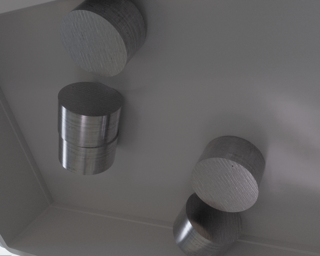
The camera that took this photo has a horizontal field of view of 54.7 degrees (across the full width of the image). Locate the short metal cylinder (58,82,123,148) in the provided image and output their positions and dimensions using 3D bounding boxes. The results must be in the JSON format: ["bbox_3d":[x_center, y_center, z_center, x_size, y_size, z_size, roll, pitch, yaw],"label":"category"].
[{"bbox_3d":[-0.093,-0.019,0.411,0.080,0.080,0.050,24,127,13],"label":"short metal cylinder"}]

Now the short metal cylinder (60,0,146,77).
[{"bbox_3d":[-0.063,-0.105,0.349,0.080,0.050,0.080,15,139,14],"label":"short metal cylinder"}]

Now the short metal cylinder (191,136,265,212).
[{"bbox_3d":[0.085,0.056,0.383,0.080,0.050,0.079,13,124,21],"label":"short metal cylinder"}]

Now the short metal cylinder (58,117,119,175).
[{"bbox_3d":[-0.102,0.020,0.440,0.080,0.080,0.050,24,127,13],"label":"short metal cylinder"}]

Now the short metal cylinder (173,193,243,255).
[{"bbox_3d":[0.064,0.133,0.422,0.080,0.080,0.050,30,128,9],"label":"short metal cylinder"}]
